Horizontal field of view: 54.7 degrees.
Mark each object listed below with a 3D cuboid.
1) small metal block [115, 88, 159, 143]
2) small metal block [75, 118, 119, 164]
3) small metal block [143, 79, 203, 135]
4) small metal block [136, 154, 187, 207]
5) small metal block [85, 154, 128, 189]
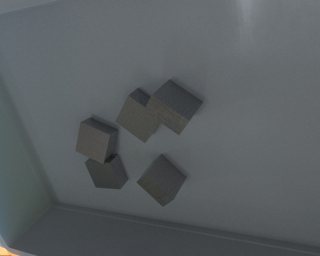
[{"bbox_3d":[-0.025,-0.016,0.412,0.050,0.025,0.050,36,129,4],"label":"small metal block"},{"bbox_3d":[-0.095,0.019,0.464,0.050,0.025,0.050,23,114,14],"label":"small metal block"},{"bbox_3d":[0.017,-0.026,0.368,0.050,0.050,0.025,35,129,5],"label":"small metal block"},{"bbox_3d":[0.003,0.073,0.436,0.050,0.050,0.025,43,129,-2],"label":"small metal block"},{"bbox_3d":[-0.085,0.069,0.497,0.050,0.025,0.050,-3,117,29],"label":"small metal block"}]
